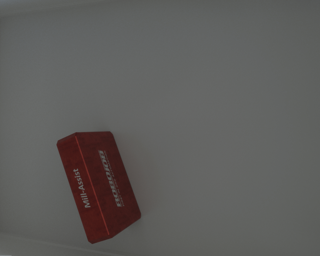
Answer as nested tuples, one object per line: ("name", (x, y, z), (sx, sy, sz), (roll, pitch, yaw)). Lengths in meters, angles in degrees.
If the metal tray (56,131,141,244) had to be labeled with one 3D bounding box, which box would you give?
("metal tray", (-0.076, 0.070, 0.403), (0.030, 0.090, 0.130), (-23, 82, 19))
